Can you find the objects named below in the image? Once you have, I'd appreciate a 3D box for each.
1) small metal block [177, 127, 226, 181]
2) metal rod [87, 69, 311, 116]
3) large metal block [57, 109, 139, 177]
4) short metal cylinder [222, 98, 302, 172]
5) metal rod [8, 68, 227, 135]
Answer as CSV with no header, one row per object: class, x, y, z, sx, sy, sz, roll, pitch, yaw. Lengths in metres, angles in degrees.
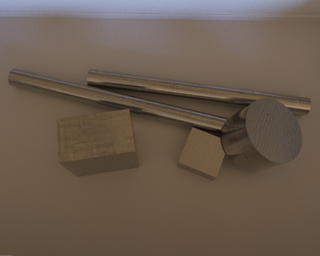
small metal block,0.055,0.034,0.398,0.050,0.025,0.050,22,71,7
metal rod,0.051,-0.050,0.428,0.302,0.025,0.025,8,70,2
large metal block,-0.070,0.021,0.372,0.081,0.080,0.050,-8,71,-3
short metal cylinder,0.124,0.010,0.381,0.081,0.050,0.080,8,68,-20
metal rod,-0.058,-0.036,0.421,0.302,0.025,0.025,14,71,4
